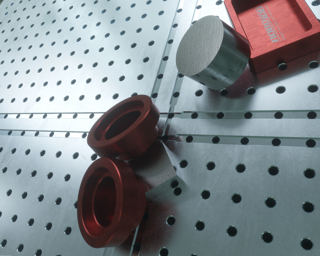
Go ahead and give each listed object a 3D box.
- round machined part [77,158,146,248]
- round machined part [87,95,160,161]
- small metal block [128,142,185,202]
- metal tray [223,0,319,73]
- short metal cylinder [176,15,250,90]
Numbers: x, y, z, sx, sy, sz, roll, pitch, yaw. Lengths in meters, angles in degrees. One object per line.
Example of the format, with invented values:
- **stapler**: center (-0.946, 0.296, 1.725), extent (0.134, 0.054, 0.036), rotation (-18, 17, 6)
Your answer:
- **round machined part**: center (-0.053, 0.085, 0.355), extent (0.098, 0.042, 0.098), rotation (-18, 66, 47)
- **round machined part**: center (-0.042, 0.004, 0.401), extent (0.098, 0.042, 0.098), rotation (-26, 30, 17)
- **small metal block**: center (-0.005, 0.053, 0.377), extent (0.050, 0.025, 0.050), rotation (-31, 52, 8)
- **metal tray**: center (0.147, -0.143, 0.415), extent (0.090, 0.030, 0.130), rotation (-20, 54, 16)
- **short metal cylinder**: center (0.066, -0.095, 0.396), extent (0.080, 0.050, 0.080), rotation (-27, 54, 44)
